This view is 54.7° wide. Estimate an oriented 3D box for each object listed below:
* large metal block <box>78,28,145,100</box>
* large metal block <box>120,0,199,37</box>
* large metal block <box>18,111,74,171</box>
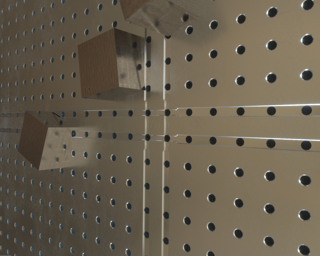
[{"bbox_3d":[-0.072,-0.088,0.450,0.080,0.050,0.080,-9,84,39],"label":"large metal block"},{"bbox_3d":[-0.007,-0.168,0.377,0.050,0.081,0.080,-25,74,37],"label":"large metal block"},{"bbox_3d":[-0.208,0.021,0.561,0.080,0.050,0.079,28,107,36],"label":"large metal block"}]
